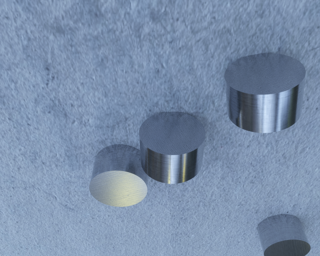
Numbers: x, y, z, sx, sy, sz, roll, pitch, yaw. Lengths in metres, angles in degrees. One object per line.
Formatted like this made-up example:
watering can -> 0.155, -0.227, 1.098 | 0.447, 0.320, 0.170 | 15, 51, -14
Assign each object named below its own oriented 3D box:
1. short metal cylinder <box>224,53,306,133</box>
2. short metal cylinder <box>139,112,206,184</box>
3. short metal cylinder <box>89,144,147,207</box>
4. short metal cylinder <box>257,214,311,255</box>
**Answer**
short metal cylinder -> 0.113, -0.040, 0.339 | 0.080, 0.080, 0.050 | -9, 130, 7
short metal cylinder -> 0.015, 0.023, 0.391 | 0.081, 0.080, 0.050 | 0, 130, 0
short metal cylinder -> -0.058, 0.070, 0.450 | 0.081, 0.050, 0.079 | 0, 130, 0
short metal cylinder -> 0.225, 0.202, 0.567 | 0.081, 0.050, 0.079 | 0, 130, 0
